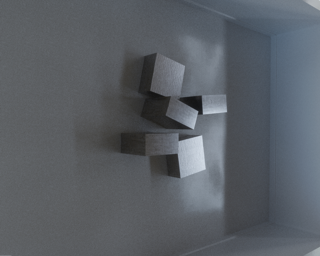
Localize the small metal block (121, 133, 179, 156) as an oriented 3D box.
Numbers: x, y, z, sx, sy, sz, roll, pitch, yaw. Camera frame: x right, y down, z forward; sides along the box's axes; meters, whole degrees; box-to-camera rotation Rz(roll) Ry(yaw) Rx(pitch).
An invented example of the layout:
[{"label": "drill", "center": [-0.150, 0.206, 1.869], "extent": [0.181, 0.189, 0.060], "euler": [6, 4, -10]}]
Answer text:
[{"label": "small metal block", "center": [-0.013, 0.019, 0.379], "extent": [0.050, 0.050, 0.025], "euler": [0, 91, -40]}]

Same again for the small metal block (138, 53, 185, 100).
[{"label": "small metal block", "center": [0.003, -0.065, 0.409], "extent": [0.050, 0.025, 0.050], "euler": [16, 80, -39]}]

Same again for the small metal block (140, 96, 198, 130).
[{"label": "small metal block", "center": [0.012, -0.018, 0.400], "extent": [0.050, 0.050, 0.025], "euler": [25, 75, -37]}]

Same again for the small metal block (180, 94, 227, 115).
[{"label": "small metal block", "center": [0.058, -0.033, 0.439], "extent": [0.050, 0.050, 0.025], "euler": [-7, 95, -40]}]

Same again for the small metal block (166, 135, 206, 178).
[{"label": "small metal block", "center": [0.036, 0.039, 0.436], "extent": [0.050, 0.025, 0.050], "euler": [-12, 98, -39]}]
